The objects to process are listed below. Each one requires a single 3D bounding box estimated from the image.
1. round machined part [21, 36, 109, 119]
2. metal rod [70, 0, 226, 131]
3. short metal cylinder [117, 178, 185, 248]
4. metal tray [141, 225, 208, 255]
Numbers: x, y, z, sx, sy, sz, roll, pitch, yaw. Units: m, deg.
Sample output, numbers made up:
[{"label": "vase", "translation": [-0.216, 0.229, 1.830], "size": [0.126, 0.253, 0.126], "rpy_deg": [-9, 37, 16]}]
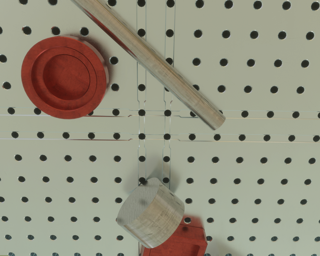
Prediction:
[{"label": "round machined part", "translation": [-0.112, -0.063, 0.380], "size": [0.099, 0.042, 0.097], "rpy_deg": [0, 110, -1]}, {"label": "metal rod", "translation": [-0.032, -0.102, 0.375], "size": [0.300, 0.025, 0.025], "rpy_deg": [41, 105, -14]}, {"label": "short metal cylinder", "translation": [-0.013, 0.115, 0.427], "size": [0.080, 0.080, 0.050], "rpy_deg": [-41, 105, 13]}, {"label": "metal tray", "translation": [0.014, 0.214, 0.489], "size": [0.091, 0.030, 0.129], "rpy_deg": [11, 110, -5]}]
